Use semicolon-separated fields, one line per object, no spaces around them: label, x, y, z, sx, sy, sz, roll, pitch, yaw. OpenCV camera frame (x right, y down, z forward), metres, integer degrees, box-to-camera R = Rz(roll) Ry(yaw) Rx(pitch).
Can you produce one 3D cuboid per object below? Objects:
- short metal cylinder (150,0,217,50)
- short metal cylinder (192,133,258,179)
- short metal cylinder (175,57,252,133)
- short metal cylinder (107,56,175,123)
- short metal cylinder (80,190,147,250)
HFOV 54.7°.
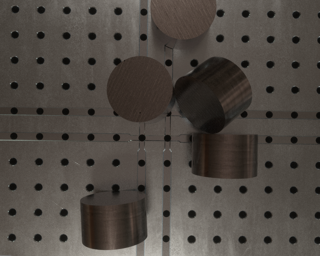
short metal cylinder;0.028;-0.148;0.401;0.081;0.050;0.079;0;90;-1
short metal cylinder;0.080;0.032;0.387;0.081;0.080;0.050;1;90;-1
short metal cylinder;0.064;-0.040;0.380;0.050;0.080;0.080;-37;91;-25
short metal cylinder;-0.021;-0.046;0.395;0.080;0.050;0.079;0;89;7
short metal cylinder;-0.057;0.111;0.385;0.081;0.080;0.050;-3;90;-1
